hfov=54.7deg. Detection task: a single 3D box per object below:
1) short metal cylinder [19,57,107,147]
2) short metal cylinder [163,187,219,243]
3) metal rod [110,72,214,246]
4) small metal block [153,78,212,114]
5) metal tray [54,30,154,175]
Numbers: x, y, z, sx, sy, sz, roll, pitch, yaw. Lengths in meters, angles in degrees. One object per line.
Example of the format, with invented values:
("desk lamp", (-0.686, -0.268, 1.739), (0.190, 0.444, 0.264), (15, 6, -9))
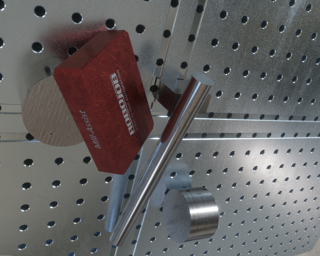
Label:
("short metal cylinder", (-0.101, -0.028, 0.322), (0.081, 0.050, 0.079), (-13, 124, -20))
("short metal cylinder", (0.046, 0.134, 0.484), (0.050, 0.080, 0.079), (2, 118, -29))
("metal rod", (-0.011, 0.061, 0.403), (0.025, 0.025, 0.298), (4, 129, -31))
("small metal block", (0.027, -0.040, 0.385), (0.050, 0.050, 0.025), (-1, 119, -28))
("metal tray", (-0.050, -0.026, 0.330), (0.090, 0.030, 0.129), (-59, 145, -43))
